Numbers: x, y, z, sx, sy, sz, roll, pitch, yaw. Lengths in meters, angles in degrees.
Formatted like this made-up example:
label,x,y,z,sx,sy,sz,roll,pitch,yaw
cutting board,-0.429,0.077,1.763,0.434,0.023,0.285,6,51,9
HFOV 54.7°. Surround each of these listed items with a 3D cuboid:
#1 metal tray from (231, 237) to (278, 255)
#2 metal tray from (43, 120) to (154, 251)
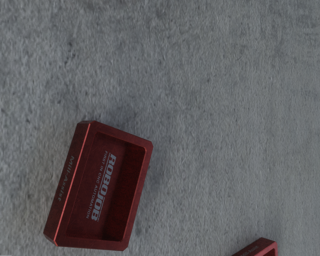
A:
label,x,y,z,sx,sy,sz,roll,pitch,yaw
metal tray,0.159,0.257,0.538,0.131,0.030,0.089,-8,96,-40
metal tray,-0.064,0.066,0.349,0.090,0.030,0.129,23,75,-38
